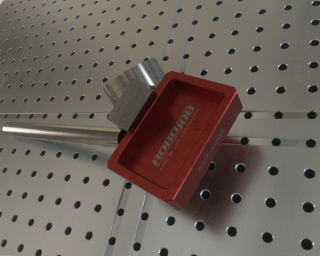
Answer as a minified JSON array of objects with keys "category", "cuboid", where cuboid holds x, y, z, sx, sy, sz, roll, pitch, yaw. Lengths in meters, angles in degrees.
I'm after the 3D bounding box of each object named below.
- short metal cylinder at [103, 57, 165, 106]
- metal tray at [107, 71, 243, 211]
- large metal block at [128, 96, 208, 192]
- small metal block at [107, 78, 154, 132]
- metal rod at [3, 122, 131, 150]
[{"category":"short metal cylinder","cuboid":[-0.027,-0.050,0.409,0.080,0.080,0.050,-30,95,8]},{"category":"metal tray","cuboid":[0.015,0.007,0.323,0.090,0.030,0.130,22,73,36]},{"category":"large metal block","cuboid":[0.003,0.019,0.376,0.080,0.050,0.080,-31,52,8]},{"category":"small metal block","cuboid":[-0.031,-0.027,0.346,0.025,0.050,0.050,33,98,-1]},{"category":"metal rod","cuboid":[-0.150,0.007,0.442,0.300,0.025,0.025,3,63,41]}]
